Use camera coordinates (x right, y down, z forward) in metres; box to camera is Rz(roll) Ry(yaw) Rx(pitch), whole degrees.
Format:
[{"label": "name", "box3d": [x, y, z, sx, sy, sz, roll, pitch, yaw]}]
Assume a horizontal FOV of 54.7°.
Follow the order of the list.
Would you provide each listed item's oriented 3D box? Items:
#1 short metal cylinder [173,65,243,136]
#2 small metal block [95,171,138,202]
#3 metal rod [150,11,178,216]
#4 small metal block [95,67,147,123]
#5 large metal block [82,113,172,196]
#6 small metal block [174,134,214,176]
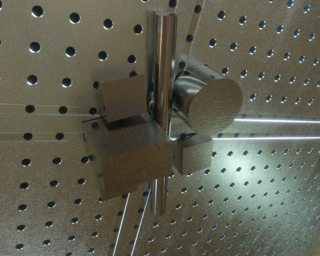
[{"label": "short metal cylinder", "box3d": [0.060, -0.036, 0.406, 0.081, 0.050, 0.079, -14, 125, -21]}, {"label": "small metal block", "box3d": [-0.060, 0.066, 0.421, 0.050, 0.025, 0.050, -15, 125, -21]}, {"label": "metal rod", "box3d": [0.002, 0.003, 0.415, 0.025, 0.025, 0.298, -12, 124, -22]}, {"label": "small metal block", "box3d": [-0.045, -0.039, 0.364, 0.050, 0.025, 0.050, -16, 125, -20]}, {"label": "large metal block", "box3d": [-0.040, 0.024, 0.368, 0.081, 0.080, 0.050, -15, 125, -21]}, {"label": "small metal block", "box3d": [0.050, 0.038, 0.464, 0.050, 0.025, 0.050, -14, 124, -21]}]
